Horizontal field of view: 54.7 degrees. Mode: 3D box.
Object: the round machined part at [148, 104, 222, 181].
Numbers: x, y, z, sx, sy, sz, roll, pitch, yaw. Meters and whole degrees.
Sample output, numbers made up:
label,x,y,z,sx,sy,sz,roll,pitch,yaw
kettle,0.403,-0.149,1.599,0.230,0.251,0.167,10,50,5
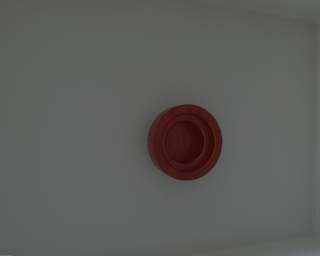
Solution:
label,x,y,z,sx,sy,sz,roll,pitch,yaw
round machined part,0.030,0.018,0.414,0.099,0.042,0.097,0,90,-21
